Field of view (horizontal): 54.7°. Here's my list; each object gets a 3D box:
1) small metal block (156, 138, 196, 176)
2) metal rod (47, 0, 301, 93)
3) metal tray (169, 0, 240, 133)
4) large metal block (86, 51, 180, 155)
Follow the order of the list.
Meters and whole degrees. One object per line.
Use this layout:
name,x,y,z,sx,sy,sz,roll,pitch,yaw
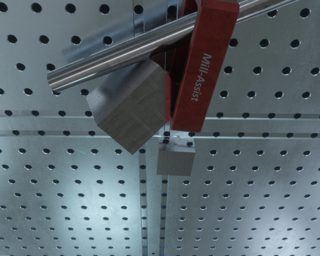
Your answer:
small metal block,0.022,0.043,0.449,0.050,0.025,0.050,3,130,-4
metal rod,0.021,-0.093,0.299,0.301,0.025,0.025,-17,128,17
metal tray,0.034,-0.071,0.305,0.030,0.090,0.129,6,128,-7
large metal block,-0.027,-0.031,0.332,0.080,0.080,0.050,-44,121,2
